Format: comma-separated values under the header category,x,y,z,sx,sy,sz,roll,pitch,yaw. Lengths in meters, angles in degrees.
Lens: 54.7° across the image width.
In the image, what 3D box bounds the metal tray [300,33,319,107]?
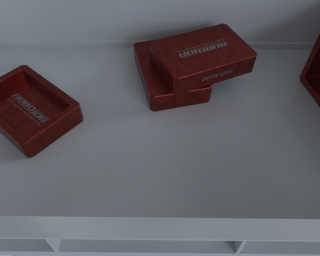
category,x,y,z,sx,sy,sz,roll,pitch,yaw
metal tray,0.247,-0.060,0.416,0.030,0.089,0.130,-9,51,-8

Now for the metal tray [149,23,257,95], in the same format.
category,x,y,z,sx,sy,sz,roll,pitch,yaw
metal tray,0.060,-0.104,0.450,0.131,0.030,0.090,-19,53,-16

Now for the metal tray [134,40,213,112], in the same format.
category,x,y,z,sx,sy,sz,roll,pitch,yaw
metal tray,0.016,-0.088,0.476,0.091,0.030,0.130,-10,51,-9

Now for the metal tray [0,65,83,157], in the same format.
category,x,y,z,sx,sy,sz,roll,pitch,yaw
metal tray,-0.182,-0.028,0.422,0.130,0.030,0.090,34,57,24
